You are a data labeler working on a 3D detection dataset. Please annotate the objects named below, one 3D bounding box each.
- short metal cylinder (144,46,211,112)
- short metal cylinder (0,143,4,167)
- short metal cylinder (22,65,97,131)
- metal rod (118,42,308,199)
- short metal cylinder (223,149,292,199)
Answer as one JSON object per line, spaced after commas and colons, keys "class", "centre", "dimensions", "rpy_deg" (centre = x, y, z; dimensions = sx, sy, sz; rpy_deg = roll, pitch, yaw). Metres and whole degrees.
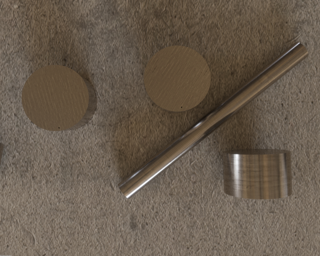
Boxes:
{"class": "short metal cylinder", "centre": [0.021, -0.060, 0.397], "dimensions": [0.081, 0.050, 0.079], "rpy_deg": [0, 90, 0]}
{"class": "short metal cylinder", "centre": [-0.241, 0.040, 0.380], "dimensions": [0.080, 0.080, 0.050], "rpy_deg": [10, 90, 0]}
{"class": "short metal cylinder", "centre": [-0.126, -0.036, 0.396], "dimensions": [0.081, 0.050, 0.079], "rpy_deg": [0, 90, 0]}
{"class": "metal rod", "centre": [0.070, -0.010, 0.410], "dimensions": [0.300, 0.025, 0.025], "rpy_deg": [-39, 90, 0]}
{"class": "short metal cylinder", "centre": [0.119, 0.054, 0.383], "dimensions": [0.081, 0.080, 0.050], "rpy_deg": [-2, 90, 0]}
